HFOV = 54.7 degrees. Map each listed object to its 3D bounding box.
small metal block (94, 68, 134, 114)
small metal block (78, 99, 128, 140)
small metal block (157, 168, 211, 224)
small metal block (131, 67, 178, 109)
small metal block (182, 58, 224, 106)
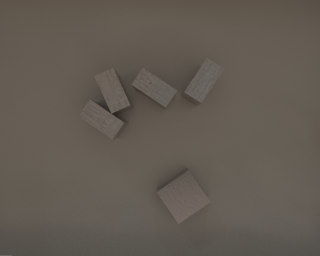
[{"bbox_3d":[-0.057,-0.045,0.398,0.025,0.050,0.050,-25,90,0],"label":"small metal block"},{"bbox_3d":[-0.071,-0.011,0.398,0.050,0.050,0.025,35,90,0],"label":"small metal block"},{"bbox_3d":[0.031,0.089,0.412,0.050,0.025,0.050,-35,90,0],"label":"small metal block"},{"bbox_3d":[-0.007,-0.049,0.399,0.050,0.050,0.025,34,90,0],"label":"small metal block"},{"bbox_3d":[0.053,-0.058,0.399,0.025,0.050,0.050,33,90,0],"label":"small metal block"}]
